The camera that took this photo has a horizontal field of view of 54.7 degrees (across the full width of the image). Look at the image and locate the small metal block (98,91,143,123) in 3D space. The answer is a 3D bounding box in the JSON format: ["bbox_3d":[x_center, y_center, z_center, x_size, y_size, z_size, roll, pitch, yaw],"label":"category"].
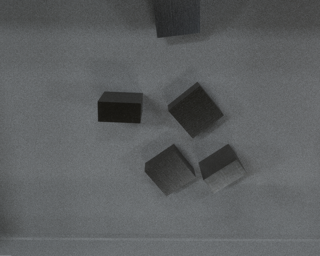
[{"bbox_3d":[-0.048,-0.027,0.388,0.050,0.050,0.025,2,110,-1],"label":"small metal block"}]

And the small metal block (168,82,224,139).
[{"bbox_3d":[0.046,-0.023,0.403,0.050,0.025,0.050,-38,106,12],"label":"small metal block"}]

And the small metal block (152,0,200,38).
[{"bbox_3d":[0.019,-0.133,0.351,0.050,0.025,0.050,-7,141,2],"label":"small metal block"}]

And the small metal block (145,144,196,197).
[{"bbox_3d":[0.014,0.059,0.433,0.050,0.025,0.050,-35,107,11],"label":"small metal block"}]

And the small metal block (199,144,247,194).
[{"bbox_3d":[0.083,0.054,0.419,0.050,0.050,0.025,-34,107,11],"label":"small metal block"}]
